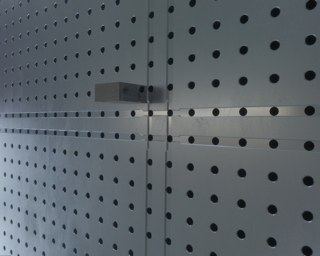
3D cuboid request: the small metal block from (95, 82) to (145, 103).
[{"bbox_3d":[-0.056,-0.049,0.441,0.050,0.050,0.025,2,91,40],"label":"small metal block"}]
